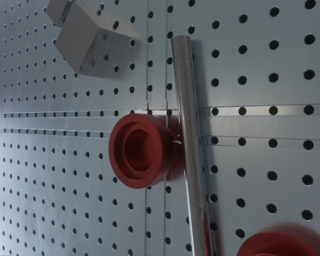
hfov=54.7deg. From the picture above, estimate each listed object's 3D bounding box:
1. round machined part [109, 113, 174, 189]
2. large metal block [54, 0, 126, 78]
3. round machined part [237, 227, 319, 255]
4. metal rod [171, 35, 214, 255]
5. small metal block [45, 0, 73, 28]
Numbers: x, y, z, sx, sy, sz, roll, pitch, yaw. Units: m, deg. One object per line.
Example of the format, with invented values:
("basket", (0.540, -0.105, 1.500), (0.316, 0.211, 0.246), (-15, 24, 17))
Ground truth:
("round machined part", (-0.021, 0.029, 0.416), (0.098, 0.042, 0.097), (0, 90, 40))
("large metal block", (-0.112, -0.137, 0.485), (0.080, 0.050, 0.080), (49, 119, 28))
("round machined part", (0.118, 0.151, 0.301), (0.098, 0.042, 0.097), (0, 90, 40))
("metal rod", (0.040, 0.037, 0.376), (0.025, 0.025, 0.298), (-9, 84, 39))
("small metal block", (-0.175, -0.214, 0.554), (0.050, 0.025, 0.050), (51, 120, 28))
